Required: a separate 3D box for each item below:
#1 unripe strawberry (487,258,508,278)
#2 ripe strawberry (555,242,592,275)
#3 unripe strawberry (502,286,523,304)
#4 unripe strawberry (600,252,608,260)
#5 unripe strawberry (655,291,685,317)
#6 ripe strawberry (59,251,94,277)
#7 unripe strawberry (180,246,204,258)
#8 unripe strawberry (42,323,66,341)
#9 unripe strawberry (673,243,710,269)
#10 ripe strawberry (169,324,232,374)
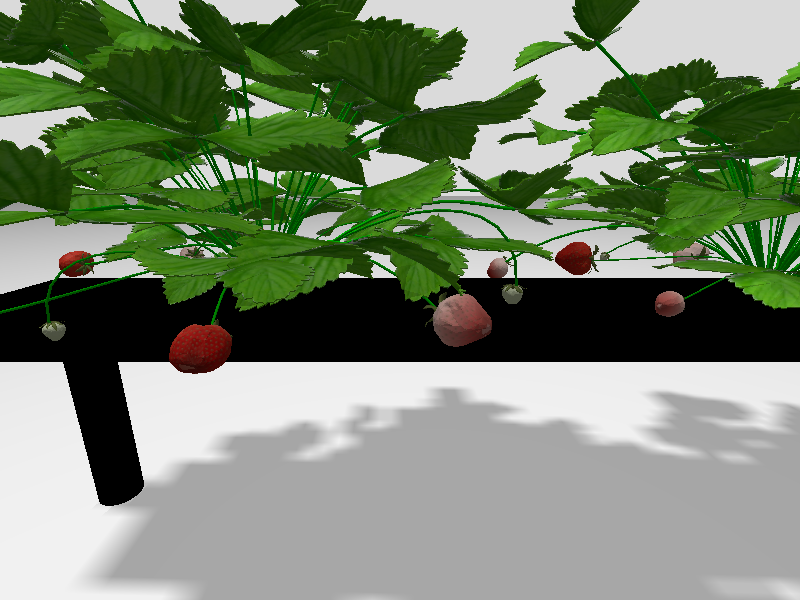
[{"bbox_3d":[0.102,-0.033,0.420,0.023,0.020,0.023,-36,3,22],"label":"unripe strawberry"},{"bbox_3d":[0.188,-0.045,0.434,0.037,0.036,0.040,8,18,28],"label":"ripe strawberry"},{"bbox_3d":[0.089,-0.004,0.318,0.016,0.015,0.014,3,17,11],"label":"unripe strawberry"},{"bbox_3d":[0.262,-0.056,0.514,0.010,0.011,0.011,-7,-30,-22],"label":"unripe strawberry"},{"bbox_3d":[0.202,0.004,0.301,0.020,0.020,0.019,-8,18,-24],"label":"unripe strawberry"},{"bbox_3d":[-0.346,-0.039,0.426,0.031,0.027,0.031,4,17,17],"label":"ripe strawberry"},{"bbox_3d":[-0.247,-0.050,0.473,0.028,0.027,0.026,-5,8,45],"label":"unripe strawberry"},{"bbox_3d":[-0.221,0.020,0.256,0.011,0.012,0.012,14,22,40],"label":"unripe strawberry"},{"bbox_3d":[0.332,-0.051,0.461,0.035,0.030,0.035,0,16,1],"label":"unripe strawberry"},{"bbox_3d":[-0.103,0.027,0.205,0.030,0.027,0.027,-2,26,-6],"label":"ripe strawberry"}]
